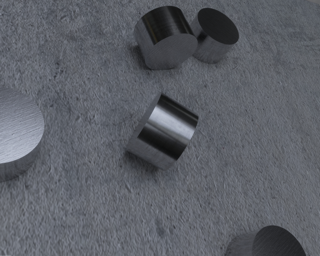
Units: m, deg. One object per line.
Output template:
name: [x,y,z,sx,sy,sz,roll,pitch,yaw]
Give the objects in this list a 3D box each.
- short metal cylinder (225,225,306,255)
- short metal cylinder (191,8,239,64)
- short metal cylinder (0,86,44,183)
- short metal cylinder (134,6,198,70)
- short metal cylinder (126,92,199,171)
short metal cylinder: [0.123,0.159,0.357,0.081,0.050,0.080,14,56,-21]
short metal cylinder: [0.087,-0.157,0.530,0.081,0.050,0.080,14,56,-21]
short metal cylinder: [-0.158,0.007,0.299,0.081,0.050,0.080,14,56,-21]
short metal cylinder: [0.008,-0.129,0.451,0.081,0.080,0.050,-9,66,-32]
short metal cylinder: [0.002,0.004,0.367,0.050,0.080,0.080,31,52,-9]
